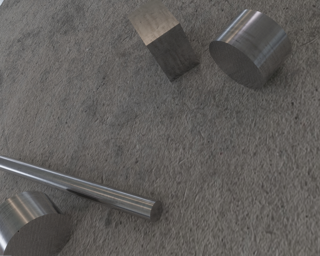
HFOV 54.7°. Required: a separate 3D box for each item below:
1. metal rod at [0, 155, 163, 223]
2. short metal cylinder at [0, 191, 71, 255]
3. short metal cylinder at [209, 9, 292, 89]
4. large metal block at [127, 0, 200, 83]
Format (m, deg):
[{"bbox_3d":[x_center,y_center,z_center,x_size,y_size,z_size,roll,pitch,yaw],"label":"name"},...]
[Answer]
[{"bbox_3d":[-0.131,0.075,0.426,0.300,0.025,0.025,8,66,31],"label":"metal rod"},{"bbox_3d":[-0.157,0.124,0.375,0.050,0.080,0.080,30,79,38],"label":"short metal cylinder"},{"bbox_3d":[0.106,-0.092,0.370,0.050,0.080,0.080,-48,51,-5],"label":"short metal cylinder"},{"bbox_3d":[0.006,-0.126,0.443,0.050,0.080,0.080,-33,52,7],"label":"large metal block"}]
